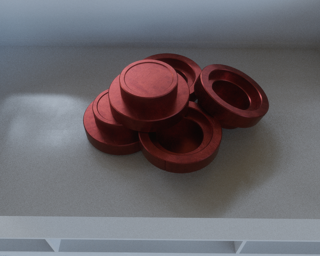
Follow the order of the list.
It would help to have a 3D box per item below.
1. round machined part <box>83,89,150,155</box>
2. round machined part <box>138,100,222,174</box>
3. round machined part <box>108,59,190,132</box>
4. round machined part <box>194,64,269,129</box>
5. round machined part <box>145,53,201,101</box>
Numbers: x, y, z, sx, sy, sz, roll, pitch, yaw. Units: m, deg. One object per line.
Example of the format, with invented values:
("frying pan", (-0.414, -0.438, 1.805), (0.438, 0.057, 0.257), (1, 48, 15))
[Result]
("round machined part", (-0.050, -0.016, 0.403), (0.099, 0.042, 0.098), (0, 50, 0))
("round machined part", (0.024, 0.014, 0.380), (0.099, 0.042, 0.098), (0, 50, 0))
("round machined part", (-0.013, -0.046, 0.374), (0.099, 0.042, 0.098), (0, 50, 0))
("round machined part", (0.089, -0.037, 0.410), (0.099, 0.042, 0.098), (14, 45, -15))
("round machined part", (0.011, -0.060, 0.443), (0.099, 0.042, 0.098), (0, 50, 0))
